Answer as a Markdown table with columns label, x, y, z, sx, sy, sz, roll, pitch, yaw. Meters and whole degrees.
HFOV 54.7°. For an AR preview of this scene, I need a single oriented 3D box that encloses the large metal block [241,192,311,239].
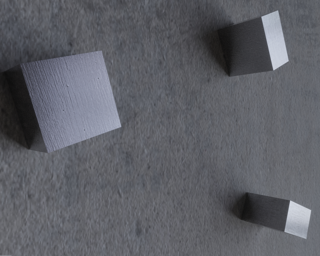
| label | x | y | z | sx | sy | sz | roll | pitch | yaw |
| --- | --- | --- | --- | --- | --- | --- | --- | --- | --- |
| large metal block | 0.204 | 0.153 | 0.544 | 0.080 | 0.080 | 0.050 | 27 | 73 | -37 |

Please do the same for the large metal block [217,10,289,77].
| label | x | y | z | sx | sy | sz | roll | pitch | yaw |
| --- | --- | --- | --- | --- | --- | --- | --- | --- | --- |
| large metal block | 0.148 | -0.132 | 0.496 | 0.050 | 0.080 | 0.080 | -31 | 110 | -36 |

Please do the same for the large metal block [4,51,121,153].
| label | x | y | z | sx | sy | sz | roll | pitch | yaw |
| --- | --- | --- | --- | --- | --- | --- | --- | --- | --- |
| large metal block | -0.095 | -0.028 | 0.310 | 0.081 | 0.050 | 0.079 | -22 | 104 | -38 |
